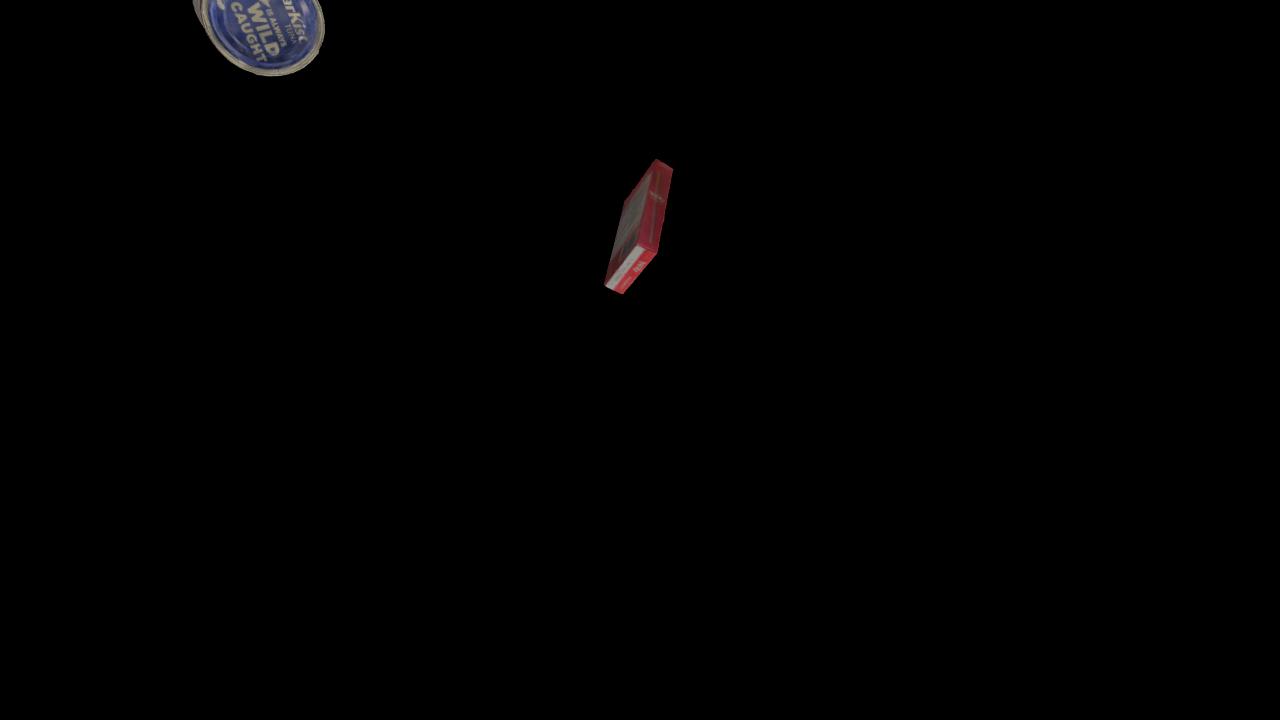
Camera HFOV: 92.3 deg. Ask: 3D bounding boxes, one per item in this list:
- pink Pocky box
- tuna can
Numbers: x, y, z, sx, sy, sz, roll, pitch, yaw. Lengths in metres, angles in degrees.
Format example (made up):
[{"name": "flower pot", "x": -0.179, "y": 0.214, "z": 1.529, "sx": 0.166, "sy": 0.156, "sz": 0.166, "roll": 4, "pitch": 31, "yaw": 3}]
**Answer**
[{"name": "pink Pocky box", "x": -0.001, "y": -0.161, "z": 0.734, "sx": 0.029, "sy": 0.155, "sz": 0.084, "roll": 25, "pitch": -39, "yaw": -19}, {"name": "tuna can", "x": -0.294, "y": -0.268, "z": 0.476, "sx": 0.084, "sy": 0.084, "sz": 0.034, "roll": 0, "pitch": 42, "yaw": -53}]
